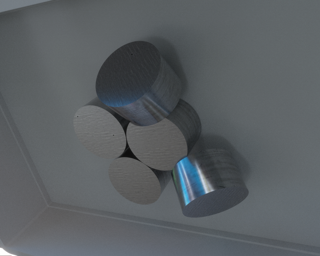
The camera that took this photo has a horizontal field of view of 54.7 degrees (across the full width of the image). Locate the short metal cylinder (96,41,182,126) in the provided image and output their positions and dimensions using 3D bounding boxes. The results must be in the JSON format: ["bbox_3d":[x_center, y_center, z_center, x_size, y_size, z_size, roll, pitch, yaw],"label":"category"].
[{"bbox_3d":[-0.023,-0.048,0.343,0.080,0.080,0.050,-3,155,29],"label":"short metal cylinder"}]

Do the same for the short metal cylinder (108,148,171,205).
[{"bbox_3d":[-0.025,0.061,0.439,0.080,0.050,0.079,13,124,20],"label":"short metal cylinder"}]

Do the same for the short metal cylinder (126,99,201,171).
[{"bbox_3d":[0.005,0.006,0.390,0.080,0.050,0.079,13,124,20],"label":"short metal cylinder"}]

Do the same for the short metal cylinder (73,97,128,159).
[{"bbox_3d":[-0.069,-0.005,0.421,0.080,0.050,0.079,13,124,20],"label":"short metal cylinder"}]

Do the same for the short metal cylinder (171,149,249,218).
[{"bbox_3d":[0.059,0.068,0.374,0.081,0.050,0.080,-12,145,-8],"label":"short metal cylinder"}]
